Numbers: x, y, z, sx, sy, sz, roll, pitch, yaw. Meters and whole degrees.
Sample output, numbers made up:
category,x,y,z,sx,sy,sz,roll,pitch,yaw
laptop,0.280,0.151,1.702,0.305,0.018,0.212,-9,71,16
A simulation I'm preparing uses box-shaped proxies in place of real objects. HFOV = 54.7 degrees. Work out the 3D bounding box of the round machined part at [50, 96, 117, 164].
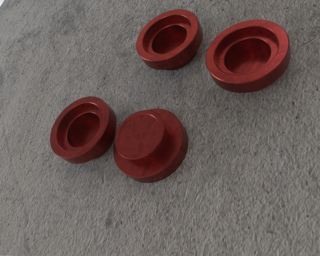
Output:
category,x,y,z,sx,sy,sz,roll,pitch,yaw
round machined part,-0.104,0.006,0.444,0.098,0.042,0.098,-13,56,21

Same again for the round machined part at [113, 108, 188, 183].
category,x,y,z,sx,sy,sz,roll,pitch,yaw
round machined part,-0.017,0.016,0.392,0.098,0.042,0.098,-13,56,21

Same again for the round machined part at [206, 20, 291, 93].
category,x,y,z,sx,sy,sz,roll,pitch,yaw
round machined part,0.110,-0.084,0.386,0.098,0.042,0.098,-13,56,21

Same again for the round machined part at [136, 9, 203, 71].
category,x,y,z,sx,sy,sz,roll,pitch,yaw
round machined part,0.017,-0.125,0.461,0.098,0.042,0.098,-13,56,21
